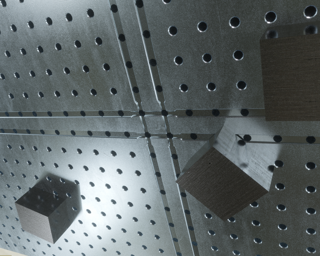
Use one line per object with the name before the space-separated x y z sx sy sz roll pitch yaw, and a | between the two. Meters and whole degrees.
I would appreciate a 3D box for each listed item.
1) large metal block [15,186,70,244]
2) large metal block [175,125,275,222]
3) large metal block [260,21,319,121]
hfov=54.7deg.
large metal block | -0.235 0.175 0.624 0.080 0.050 0.079 16 125 18
large metal block | 0.080 0.058 0.388 0.080 0.050 0.080 39 129 1
large metal block | 0.141 -0.053 0.288 0.080 0.050 0.079 1 119 27
